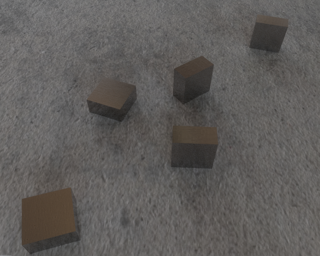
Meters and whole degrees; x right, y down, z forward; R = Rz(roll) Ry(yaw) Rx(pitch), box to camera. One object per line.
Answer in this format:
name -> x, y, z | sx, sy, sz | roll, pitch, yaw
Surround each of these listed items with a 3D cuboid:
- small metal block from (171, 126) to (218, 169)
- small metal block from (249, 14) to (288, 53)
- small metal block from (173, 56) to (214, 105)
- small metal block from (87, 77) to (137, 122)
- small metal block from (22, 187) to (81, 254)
small metal block -> 0.039, 0.023, 0.368 | 0.050, 0.050, 0.025 | 2, 50, 1
small metal block -> 0.183, -0.159, 0.523 | 0.050, 0.050, 0.025 | 13, 51, 10
small metal block -> 0.047, -0.069, 0.445 | 0.050, 0.050, 0.025 | -29, 56, -22
small metal block -> -0.067, -0.041, 0.437 | 0.050, 0.025, 0.050 | 17, 52, 13
small metal block -> -0.113, 0.095, 0.322 | 0.050, 0.025, 0.050 | -12, 51, -11
